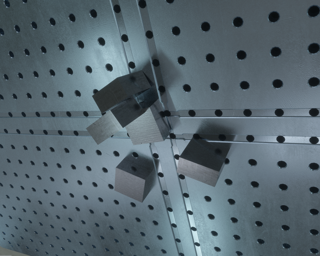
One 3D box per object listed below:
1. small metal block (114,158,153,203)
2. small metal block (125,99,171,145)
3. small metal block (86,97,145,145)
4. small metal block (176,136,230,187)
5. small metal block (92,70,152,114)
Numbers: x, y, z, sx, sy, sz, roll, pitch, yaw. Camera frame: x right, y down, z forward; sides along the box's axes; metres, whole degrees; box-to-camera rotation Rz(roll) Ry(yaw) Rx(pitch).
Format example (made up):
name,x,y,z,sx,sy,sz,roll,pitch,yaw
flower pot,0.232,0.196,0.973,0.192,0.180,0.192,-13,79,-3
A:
name,x,y,z,sx,sy,sz,roll,pitch,yaw
small metal block,-0.042,0.082,0.485,0.050,0.025,0.050,20,126,16
small metal block,-0.020,-0.007,0.418,0.050,0.025,0.050,-9,114,32
small metal block,-0.055,-0.009,0.387,0.050,0.050,0.025,-31,96,36
small metal block,0.055,0.041,0.392,0.050,0.050,0.025,19,126,17
small metal block,-0.048,-0.046,0.390,0.050,0.050,0.025,-27,93,37
